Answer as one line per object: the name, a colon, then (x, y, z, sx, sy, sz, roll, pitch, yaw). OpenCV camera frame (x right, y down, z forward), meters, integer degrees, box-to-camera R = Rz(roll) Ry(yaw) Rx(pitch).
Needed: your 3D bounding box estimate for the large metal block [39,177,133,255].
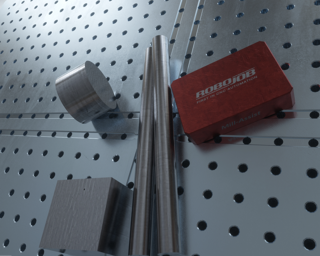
large metal block: (-0.086, 0.107, 0.371, 0.080, 0.050, 0.080, -7, 59, 24)

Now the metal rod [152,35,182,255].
metal rod: (0.005, 0.000, 0.395, 0.025, 0.025, 0.299, -14, 59, 20)

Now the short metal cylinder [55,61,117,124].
short metal cylinder: (-0.108, -0.053, 0.462, 0.050, 0.080, 0.080, -27, 52, 11)

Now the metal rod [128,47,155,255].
metal rod: (-0.017, 0.010, 0.410, 0.025, 0.025, 0.299, -11, 57, 22)

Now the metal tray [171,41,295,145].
metal tray: (0.086, -0.044, 0.387, 0.130, 0.030, 0.090, -23, 53, 14)
